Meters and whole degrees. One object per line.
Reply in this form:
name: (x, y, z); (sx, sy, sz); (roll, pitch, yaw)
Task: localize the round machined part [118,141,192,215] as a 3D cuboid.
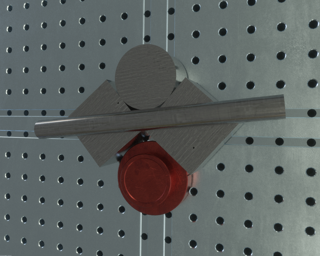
round machined part: (-0.012, 0.065, 0.403); (0.098, 0.042, 0.097); (0, 90, 19)

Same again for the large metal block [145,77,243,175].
large metal block: (0.041, -0.003, 0.378); (0.080, 0.050, 0.080); (44, 105, 14)

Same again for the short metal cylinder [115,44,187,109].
short metal cylinder: (-0.010, -0.062, 0.399); (0.080, 0.050, 0.079); (0, 90, 20)

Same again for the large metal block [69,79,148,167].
large metal block: (-0.064, -0.006, 0.418); (0.080, 0.050, 0.080); (-41, 79, 15)

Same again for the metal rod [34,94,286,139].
metal rod: (-0.017, -0.009, 0.359); (0.301, 0.025, 0.025); (-5, 89, 20)
